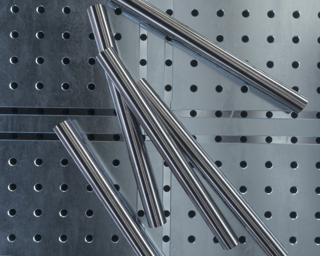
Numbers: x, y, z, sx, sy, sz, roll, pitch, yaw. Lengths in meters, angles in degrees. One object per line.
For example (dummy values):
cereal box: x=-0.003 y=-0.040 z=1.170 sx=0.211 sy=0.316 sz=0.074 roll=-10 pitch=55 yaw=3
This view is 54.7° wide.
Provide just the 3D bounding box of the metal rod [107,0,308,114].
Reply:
metal rod: x=0.061 y=-0.107 z=0.414 sx=0.301 sy=0.025 sz=0.025 roll=31 pitch=90 yaw=-1

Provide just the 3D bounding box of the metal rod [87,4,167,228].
metal rod: x=-0.044 y=-0.015 z=0.412 sx=0.025 sy=0.025 sz=0.298 roll=-16 pitch=90 yaw=0

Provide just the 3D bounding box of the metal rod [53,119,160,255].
metal rod: x=-0.048 y=0.120 z=0.412 sx=0.025 sy=0.025 sz=0.299 roll=-33 pitch=90 yaw=0

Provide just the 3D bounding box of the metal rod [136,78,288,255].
metal rod: x=0.065 y=0.056 z=0.414 sx=0.025 sy=0.025 sz=0.300 roll=-40 pitch=91 yaw=0

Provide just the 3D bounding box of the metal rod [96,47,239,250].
metal rod: x=0.013 y=0.030 z=0.399 sx=0.025 sy=0.025 sz=0.299 roll=-33 pitch=96 yaw=0
